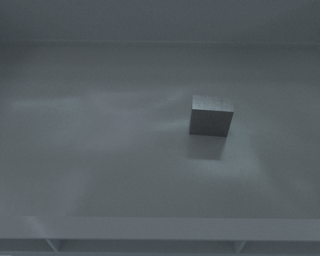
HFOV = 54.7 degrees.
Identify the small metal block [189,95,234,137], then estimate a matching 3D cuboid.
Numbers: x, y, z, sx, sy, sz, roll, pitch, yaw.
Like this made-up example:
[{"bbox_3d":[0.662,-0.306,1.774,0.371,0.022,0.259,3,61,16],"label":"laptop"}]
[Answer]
[{"bbox_3d":[0.065,-0.015,0.402,0.050,0.050,0.025,4,50,3],"label":"small metal block"}]
